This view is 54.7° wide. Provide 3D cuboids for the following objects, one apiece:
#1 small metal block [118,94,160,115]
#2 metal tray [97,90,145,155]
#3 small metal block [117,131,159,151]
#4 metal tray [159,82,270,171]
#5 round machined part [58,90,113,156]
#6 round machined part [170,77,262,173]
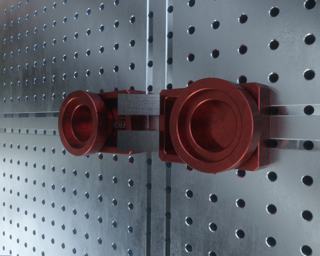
[{"bbox_3d":[-0.028,-0.029,0.398,0.050,0.050,0.025,-172,82,-84],"label":"small metal block"},{"bbox_3d":[-0.081,-0.008,0.474,0.130,0.030,0.089,-1,92,40],"label":"metal tray"},{"bbox_3d":[-0.028,0.015,0.397,0.050,0.050,0.025,-172,82,-84],"label":"small metal block"},{"bbox_3d":[0.058,-0.002,0.359,0.130,0.030,0.089,1,91,40],"label":"metal tray"},{"bbox_3d":[-0.110,-0.007,0.473,0.098,0.042,0.097,0,90,40],"label":"round machined part"},{"bbox_3d":[0.061,-0.003,0.331,0.098,0.042,0.097,0,90,40],"label":"round machined part"}]
